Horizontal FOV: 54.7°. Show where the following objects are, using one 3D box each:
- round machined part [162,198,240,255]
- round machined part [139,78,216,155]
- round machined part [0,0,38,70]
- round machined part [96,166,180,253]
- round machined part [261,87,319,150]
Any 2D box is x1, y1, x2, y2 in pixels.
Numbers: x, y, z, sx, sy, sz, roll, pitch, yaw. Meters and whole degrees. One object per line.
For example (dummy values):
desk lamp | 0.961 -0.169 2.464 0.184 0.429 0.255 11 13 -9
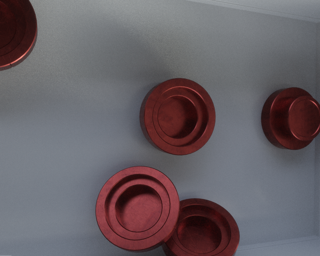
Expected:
round machined part | 0.049 0.142 0.400 0.099 0.098 0.042 -12 130 -20
round machined part | 0.020 -0.014 0.409 0.099 0.042 0.097 0 90 -20
round machined part | -0.185 -0.109 0.333 0.099 0.042 0.097 0 90 -20
round machined part | -0.024 0.099 0.376 0.099 0.042 0.098 -3 62 5
round machined part | 0.210 -0.014 0.479 0.099 0.042 0.097 0 90 -20
